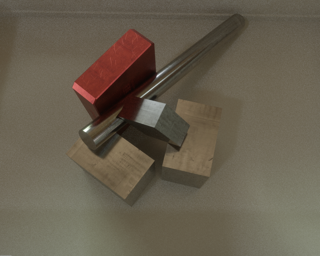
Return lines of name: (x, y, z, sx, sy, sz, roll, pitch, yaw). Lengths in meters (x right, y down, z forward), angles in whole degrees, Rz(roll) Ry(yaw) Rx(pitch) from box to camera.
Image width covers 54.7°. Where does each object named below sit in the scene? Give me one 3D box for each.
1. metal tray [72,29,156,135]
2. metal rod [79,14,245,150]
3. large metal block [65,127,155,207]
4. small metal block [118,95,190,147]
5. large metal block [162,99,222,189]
metal tray: (-0.045, -0.044, 0.367, 0.030, 0.130, 0.090, 38, 75, 13)
metal rod: (0.022, -0.074, 0.388, 0.025, 0.025, 0.302, 40, 57, 13)
large metal block: (-0.053, 0.044, 0.364, 0.080, 0.080, 0.050, 35, 74, 11)
small metal block: (-0.005, -0.007, 0.319, 0.050, 0.050, 0.025, 17, 77, 39)
large metal block: (0.036, 0.022, 0.372, 0.050, 0.080, 0.080, 13, 71, 4)
